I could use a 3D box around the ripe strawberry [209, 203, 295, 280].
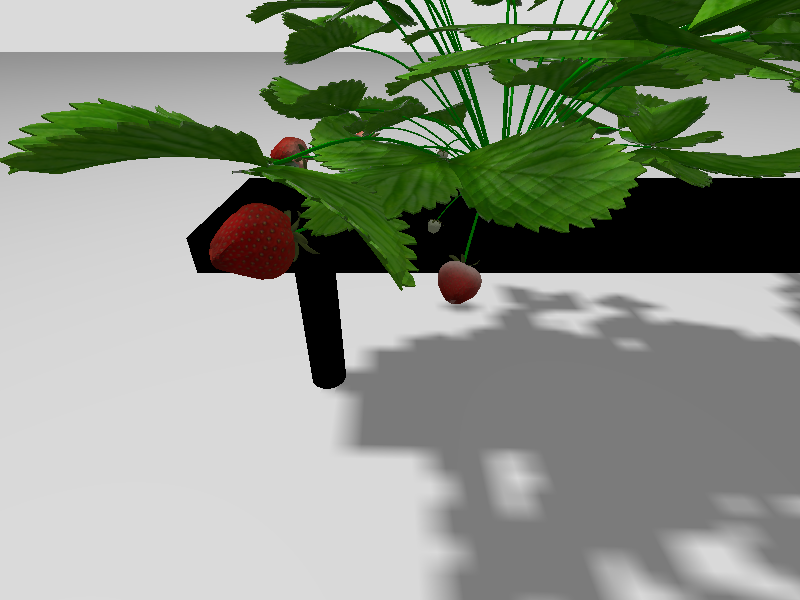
[{"bbox_3d":[-0.087,-0.033,0.236,0.049,0.047,0.045,-23,40,-30],"label":"ripe strawberry"}]

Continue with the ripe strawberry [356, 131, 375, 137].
[{"bbox_3d":[-0.045,-0.199,0.502,0.031,0.026,0.031,-23,16,-30],"label":"ripe strawberry"}]

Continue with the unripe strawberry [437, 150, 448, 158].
[{"bbox_3d":[0.049,-0.169,0.472,0.013,0.013,0.014,-9,-37,-14],"label":"unripe strawberry"}]

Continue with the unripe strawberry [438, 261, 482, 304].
[{"bbox_3d":[0.032,-0.009,0.219,0.024,0.024,0.021,11,-30,16],"label":"unripe strawberry"}]

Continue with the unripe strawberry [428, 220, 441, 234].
[{"bbox_3d":[0.026,-0.056,0.305,0.011,0.010,0.010,29,11,36],"label":"unripe strawberry"}]

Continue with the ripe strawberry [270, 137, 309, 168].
[{"bbox_3d":[-0.117,-0.153,0.422,0.037,0.037,0.041,12,35,19],"label":"ripe strawberry"}]
